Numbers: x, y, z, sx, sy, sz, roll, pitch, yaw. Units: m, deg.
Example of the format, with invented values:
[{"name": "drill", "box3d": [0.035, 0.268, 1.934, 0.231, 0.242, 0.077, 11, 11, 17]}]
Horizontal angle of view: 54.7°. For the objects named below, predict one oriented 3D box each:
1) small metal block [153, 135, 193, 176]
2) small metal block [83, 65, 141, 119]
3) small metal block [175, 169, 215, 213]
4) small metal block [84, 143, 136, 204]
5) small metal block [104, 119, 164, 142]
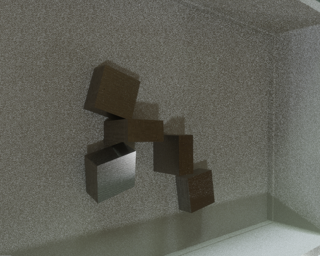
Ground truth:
[{"name": "small metal block", "box3d": [0.017, 0.034, 0.407, 0.025, 0.050, 0.050, -1, 91, -40]}, {"name": "small metal block", "box3d": [-0.055, -0.039, 0.361, 0.050, 0.025, 0.050, 21, 75, -38]}, {"name": "small metal block", "box3d": [0.052, 0.090, 0.453, 0.050, 0.025, 0.050, -11, 97, -40]}, {"name": "small metal block", "box3d": [-0.056, 0.049, 0.350, 0.050, 0.025, 0.050, -19, 126, -38]}, {"name": "small metal block", "box3d": [-0.031, 0.004, 0.365, 0.050, 0.050, 0.025, 2, 86, -40]}]
